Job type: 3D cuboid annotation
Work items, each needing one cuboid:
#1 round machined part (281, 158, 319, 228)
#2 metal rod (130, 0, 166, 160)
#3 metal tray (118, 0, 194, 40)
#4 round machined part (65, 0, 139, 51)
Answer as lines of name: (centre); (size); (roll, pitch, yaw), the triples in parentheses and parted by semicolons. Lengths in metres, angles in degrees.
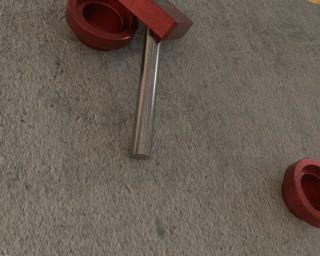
round machined part: (0.218, 0.096, 0.451); (0.099, 0.042, 0.098); (14, 56, -21)
metal rod: (-0.012, -0.103, 0.428); (0.025, 0.025, 0.299); (14, 66, -21)
metal tray: (-0.002, -0.177, 0.472); (0.090, 0.030, 0.130); (41, 24, 0)
round machined part: (-0.084, -0.149, 0.439); (0.099, 0.042, 0.098); (13, 56, -21)
